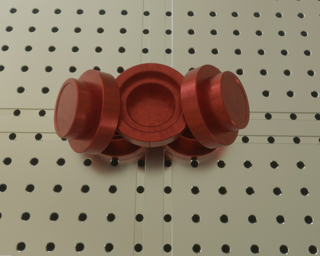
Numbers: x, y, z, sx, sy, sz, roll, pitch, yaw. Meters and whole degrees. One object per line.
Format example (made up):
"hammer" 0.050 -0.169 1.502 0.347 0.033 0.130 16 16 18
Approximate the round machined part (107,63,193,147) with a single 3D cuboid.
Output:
"round machined part" -0.010 -0.024 0.365 0.099 0.042 0.098 0 70 -1

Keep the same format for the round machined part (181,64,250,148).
"round machined part" 0.070 -0.028 0.359 0.042 0.098 0.098 -16 65 37

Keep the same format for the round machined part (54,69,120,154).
"round machined part" -0.089 -0.020 0.355 0.042 0.098 0.098 10 65 -37

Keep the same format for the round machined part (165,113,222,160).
"round machined part" 0.043 -0.010 0.407 0.099 0.042 0.098 0 70 -1

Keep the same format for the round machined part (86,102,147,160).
"round machined part" -0.055 -0.010 0.405 0.099 0.042 0.098 0 70 -1
